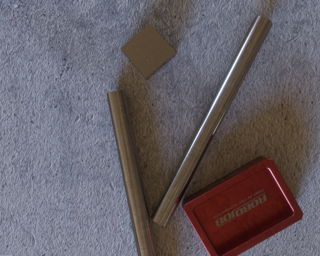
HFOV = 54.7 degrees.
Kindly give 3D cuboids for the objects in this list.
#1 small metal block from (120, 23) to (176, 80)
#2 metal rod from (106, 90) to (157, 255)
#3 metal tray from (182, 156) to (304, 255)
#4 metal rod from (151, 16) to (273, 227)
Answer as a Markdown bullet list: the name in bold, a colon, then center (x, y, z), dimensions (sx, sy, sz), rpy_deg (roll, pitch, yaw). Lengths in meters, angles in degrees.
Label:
- **small metal block**: center (-0.015, -0.100, 0.410), dimensions (0.050, 0.025, 0.050), rpy_deg (-40, 90, 0)
- **metal rod**: center (-0.030, 0.099, 0.409), dimensions (0.025, 0.025, 0.298), rpy_deg (-11, 90, 0)
- **metal tray**: center (0.106, 0.106, 0.408), dimensions (0.130, 0.030, 0.090), rpy_deg (-30, 90, 0)
- **metal rod**: center (0.068, -0.009, 0.410), dimensions (0.025, 0.025, 0.299), rpy_deg (28, 90, 0)
